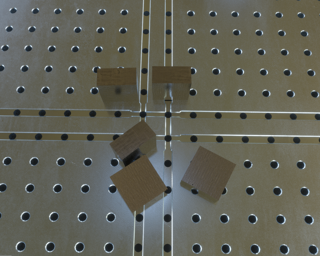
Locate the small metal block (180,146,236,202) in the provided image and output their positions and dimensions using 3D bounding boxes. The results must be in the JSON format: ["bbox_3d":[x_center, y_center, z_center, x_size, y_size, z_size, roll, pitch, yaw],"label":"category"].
[{"bbox_3d":[0.060,0.058,0.391,0.050,0.025,0.050,28,72,9],"label":"small metal block"}]

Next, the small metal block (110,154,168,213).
[{"bbox_3d":[-0.027,0.067,0.381,0.050,0.025,0.050,-32,87,-11],"label":"small metal block"}]

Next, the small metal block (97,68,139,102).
[{"bbox_3d":[-0.055,-0.057,0.419,0.050,0.050,0.025,-2,70,-1],"label":"small metal block"}]

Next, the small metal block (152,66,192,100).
[{"bbox_3d":[0.015,-0.060,0.421,0.050,0.050,0.025,0,70,0],"label":"small metal block"}]

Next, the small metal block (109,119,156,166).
[{"bbox_3d":[-0.032,0.022,0.390,0.050,0.050,0.025,-37,74,-13],"label":"small metal block"}]
